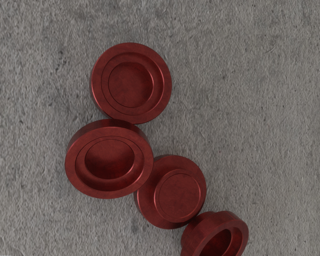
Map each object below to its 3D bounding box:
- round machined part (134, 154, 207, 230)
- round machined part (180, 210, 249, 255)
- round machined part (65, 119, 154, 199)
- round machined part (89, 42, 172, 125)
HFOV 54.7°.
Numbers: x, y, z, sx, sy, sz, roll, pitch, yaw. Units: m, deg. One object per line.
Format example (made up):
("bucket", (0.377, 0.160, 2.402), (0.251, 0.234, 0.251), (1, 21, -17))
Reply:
("round machined part", (0.018, 0.085, 0.407), (0.099, 0.042, 0.097), (0, 90, -20))
("round machined part", (0.067, 0.151, 0.412), (0.099, 0.042, 0.097), (-15, 119, -28))
("round machined part", (-0.059, 0.032, 0.364), (0.099, 0.042, 0.097), (-5, 119, -10))
("round machined part", (-0.038, -0.053, 0.386), (0.099, 0.042, 0.097), (0, 90, -20))
